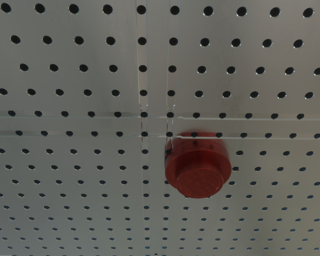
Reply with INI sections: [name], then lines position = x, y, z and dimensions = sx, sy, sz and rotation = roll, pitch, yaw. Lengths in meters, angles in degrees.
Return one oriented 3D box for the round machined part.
[round machined part]
position = 0.057, 0.067, 0.458
dimensions = 0.099, 0.042, 0.097
rotation = 0, 130, 0
